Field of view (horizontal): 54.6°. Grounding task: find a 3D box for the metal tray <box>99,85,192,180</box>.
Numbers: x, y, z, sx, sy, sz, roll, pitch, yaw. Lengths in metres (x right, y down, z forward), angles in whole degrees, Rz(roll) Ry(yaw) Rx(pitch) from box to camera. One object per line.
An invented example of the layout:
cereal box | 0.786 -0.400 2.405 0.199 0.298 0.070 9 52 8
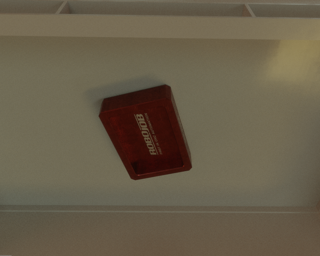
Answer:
metal tray | -0.015 0.011 0.414 0.090 0.030 0.130 -12 129 10
